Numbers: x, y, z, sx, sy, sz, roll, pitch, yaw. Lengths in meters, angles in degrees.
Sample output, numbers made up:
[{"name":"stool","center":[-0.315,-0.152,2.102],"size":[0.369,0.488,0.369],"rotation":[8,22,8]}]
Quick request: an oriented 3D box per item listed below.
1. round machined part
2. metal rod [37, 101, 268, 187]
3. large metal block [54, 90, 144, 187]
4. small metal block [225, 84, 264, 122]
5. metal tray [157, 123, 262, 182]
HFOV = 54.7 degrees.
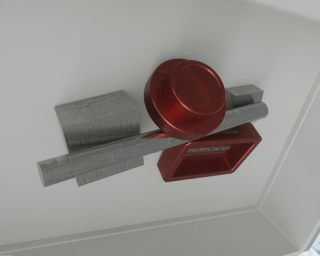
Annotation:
[{"name":"round machined part","center":[0.035,-0.038,0.354],"size":[0.099,0.098,0.042],"rotation":[-5,161,-27]},{"name":"metal rod","center":[0.015,0.009,0.364],"size":[0.303,0.025,0.025],"rotation":[-15,125,-29]},{"name":"large metal block","center":[-0.069,0.011,0.360],"size":[0.081,0.050,0.079],"rotation":[-17,125,-19]},{"name":"small metal block","center":[0.119,-0.033,0.453],"size":[0.050,0.025,0.050],"rotation":[-11,123,-23]},{"name":"metal tray","center":[0.071,0.035,0.448],"size":[0.131,0.030,0.089],"rotation":[-2,139,-29]}]
